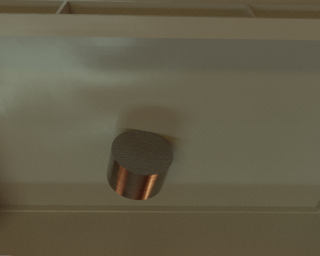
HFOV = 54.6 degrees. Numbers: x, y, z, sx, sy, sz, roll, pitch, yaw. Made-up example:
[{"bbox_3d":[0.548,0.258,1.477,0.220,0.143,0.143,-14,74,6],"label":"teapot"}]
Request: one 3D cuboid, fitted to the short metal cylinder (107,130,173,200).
[{"bbox_3d":[-0.028,0.048,0.413,0.080,0.080,0.050,10,129,-9],"label":"short metal cylinder"}]
